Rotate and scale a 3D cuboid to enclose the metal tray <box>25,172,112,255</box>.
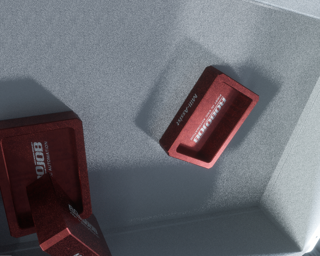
[{"bbox_3d":[-0.104,0.122,0.372,0.030,0.090,0.130,-32,138,-8],"label":"metal tray"}]

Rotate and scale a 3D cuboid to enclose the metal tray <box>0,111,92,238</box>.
[{"bbox_3d":[-0.130,0.051,0.350,0.091,0.030,0.129,-10,113,-23],"label":"metal tray"}]

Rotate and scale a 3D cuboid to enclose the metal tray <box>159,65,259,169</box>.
[{"bbox_3d":[0.069,-0.011,0.436,0.091,0.030,0.129,22,107,-36],"label":"metal tray"}]
